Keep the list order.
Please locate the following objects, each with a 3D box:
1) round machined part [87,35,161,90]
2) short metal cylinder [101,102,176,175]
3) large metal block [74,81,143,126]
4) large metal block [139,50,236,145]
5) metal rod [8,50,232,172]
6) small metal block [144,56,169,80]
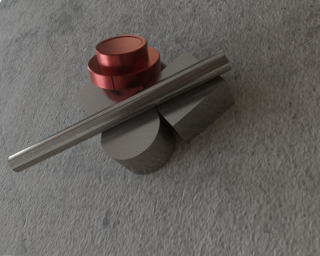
[{"bbox_3d":[-0.049,-0.094,0.420,0.099,0.042,0.098,-4,37,3],"label":"round machined part"},{"bbox_3d":[-0.027,0.013,0.393,0.080,0.050,0.080,-13,56,20],"label":"short metal cylinder"},{"bbox_3d":[-0.063,-0.039,0.443,0.080,0.050,0.080,-41,51,0],"label":"large metal block"},{"bbox_3d":[0.034,-0.040,0.395,0.080,0.050,0.080,-41,51,0],"label":"large metal block"},{"bbox_3d":[-0.058,-0.015,0.379,0.301,0.025,0.025,-25,53,12],"label":"metal rod"},{"bbox_3d":[-0.001,-0.068,0.445,0.050,0.025,0.050,-40,51,0],"label":"small metal block"}]
